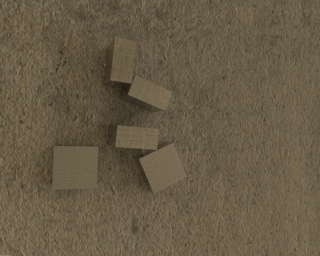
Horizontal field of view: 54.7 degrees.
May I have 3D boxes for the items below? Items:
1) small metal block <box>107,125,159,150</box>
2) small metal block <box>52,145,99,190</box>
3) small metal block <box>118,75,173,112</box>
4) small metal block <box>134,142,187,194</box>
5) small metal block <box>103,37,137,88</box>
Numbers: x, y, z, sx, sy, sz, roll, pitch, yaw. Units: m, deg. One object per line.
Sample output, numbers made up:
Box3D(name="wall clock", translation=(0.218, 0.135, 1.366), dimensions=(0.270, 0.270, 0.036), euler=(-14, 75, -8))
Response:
Box3D(name="small metal block", translation=(-0.034, 0.011, 0.383), dimensions=(0.050, 0.050, 0.025), euler=(6, 88, -20))
Box3D(name="small metal block", translation=(-0.102, 0.046, 0.371), dimensions=(0.050, 0.025, 0.050), euler=(2, 89, -20))
Box3D(name="small metal block", translation=(-0.019, -0.041, 0.388), dimensions=(0.050, 0.050, 0.025), euler=(22, 83, -19))
Box3D(name="small metal block", translation=(0.001, 0.051, 0.409), dimensions=(0.050, 0.025, 0.050), euler=(-24, 98, -18))
Box3D(name="small metal block", translation=(-0.050, -0.077, 0.377), dimensions=(0.025, 0.050, 0.050), euler=(7, 88, -20))
